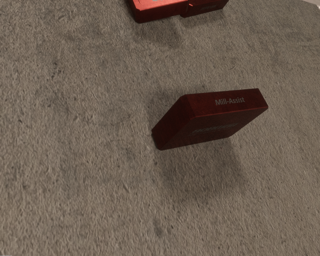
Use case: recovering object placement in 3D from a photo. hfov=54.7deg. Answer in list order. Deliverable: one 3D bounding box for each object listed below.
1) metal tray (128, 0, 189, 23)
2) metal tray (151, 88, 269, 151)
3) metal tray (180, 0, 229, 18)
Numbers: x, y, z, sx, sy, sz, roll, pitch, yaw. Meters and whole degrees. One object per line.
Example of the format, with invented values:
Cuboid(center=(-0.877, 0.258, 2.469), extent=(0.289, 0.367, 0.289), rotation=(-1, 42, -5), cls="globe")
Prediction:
Cuboid(center=(-0.016, -0.243, 0.521), extent=(0.091, 0.030, 0.130), rotation=(-17, 69, -11), cls="metal tray")
Cuboid(center=(0.065, -0.011, 0.405), extent=(0.131, 0.090, 0.030), rotation=(-9, 66, -32), cls="metal tray")
Cuboid(center=(0.068, -0.267, 0.601), extent=(0.131, 0.030, 0.090), rotation=(-28, 78, -38), cls="metal tray")
